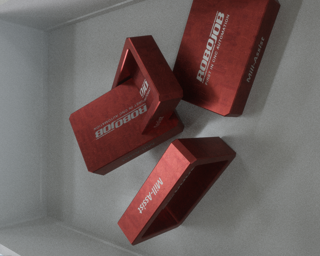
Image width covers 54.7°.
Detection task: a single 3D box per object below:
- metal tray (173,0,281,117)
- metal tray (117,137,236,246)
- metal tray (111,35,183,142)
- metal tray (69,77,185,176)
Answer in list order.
[{"bbox_3d":[0.067,-0.087,0.349,0.090,0.030,0.129,26,106,37],"label":"metal tray"},{"bbox_3d":[0.019,0.069,0.348,0.030,0.091,0.129,47,118,30],"label":"metal tray"},{"bbox_3d":[-0.024,-0.039,0.389,0.090,0.030,0.129,63,151,20],"label":"metal tray"},{"bbox_3d":[-0.046,-0.007,0.405,0.130,0.030,0.090,-30,68,8],"label":"metal tray"}]
